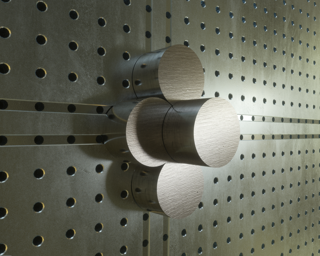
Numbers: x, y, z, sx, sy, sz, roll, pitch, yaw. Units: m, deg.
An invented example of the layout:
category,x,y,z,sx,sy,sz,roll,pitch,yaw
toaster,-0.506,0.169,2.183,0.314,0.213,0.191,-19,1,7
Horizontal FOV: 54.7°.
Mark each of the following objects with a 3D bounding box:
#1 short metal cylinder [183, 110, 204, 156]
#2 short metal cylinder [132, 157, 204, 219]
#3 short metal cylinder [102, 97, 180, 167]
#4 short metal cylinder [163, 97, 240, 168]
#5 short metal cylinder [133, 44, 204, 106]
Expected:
category,x,y,z,sx,sy,sz,roll,pitch,yaw
short metal cylinder,0.045,0.005,0.429,0.081,0.050,0.079,0,90,-40
short metal cylinder,0.011,0.073,0.401,0.081,0.050,0.080,2,87,-40
short metal cylinder,-0.021,0.004,0.374,0.081,0.050,0.079,0,90,-40
short metal cylinder,0.050,0.005,0.368,0.081,0.050,0.079,0,90,-40
short metal cylinder,0.012,-0.063,0.402,0.081,0.050,0.079,0,90,-41
